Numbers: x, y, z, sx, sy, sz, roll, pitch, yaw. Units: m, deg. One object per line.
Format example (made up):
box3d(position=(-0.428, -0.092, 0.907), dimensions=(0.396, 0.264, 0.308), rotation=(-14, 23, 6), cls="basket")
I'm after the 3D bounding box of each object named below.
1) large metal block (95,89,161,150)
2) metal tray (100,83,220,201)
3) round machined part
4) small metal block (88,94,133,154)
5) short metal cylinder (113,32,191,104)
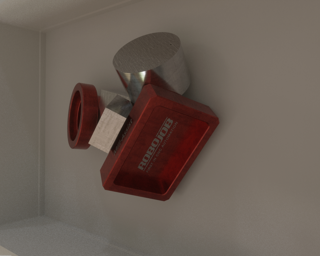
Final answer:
box3d(position=(-0.041, -0.004, 0.420), dimensions=(0.080, 0.050, 0.079), rotation=(19, 102, 38), cls="large metal block")
box3d(position=(-0.003, 0.023, 0.361), dimensions=(0.129, 0.091, 0.030), rotation=(-60, 29, 22), cls="metal tray")
box3d(position=(-0.107, -0.016, 0.464), dimensions=(0.098, 0.042, 0.098), rotation=(-19, 68, 60), cls="round machined part")
box3d(position=(-0.055, -0.006, 0.365), dimensions=(0.025, 0.050, 0.050), rotation=(28, 113, -4), cls="small metal block")
box3d(position=(-0.008, -0.070, 0.366), dimensions=(0.080, 0.080, 0.050), rotation=(21, 147, 38), cls="short metal cylinder")
